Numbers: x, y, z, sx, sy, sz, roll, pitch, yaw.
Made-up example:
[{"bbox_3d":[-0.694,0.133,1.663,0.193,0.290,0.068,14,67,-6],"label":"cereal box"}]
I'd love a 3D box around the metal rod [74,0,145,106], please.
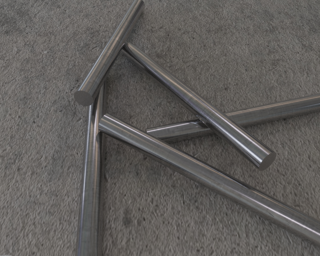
[{"bbox_3d":[-0.069,-0.139,0.498,0.025,0.025,0.300,8,44,7],"label":"metal rod"}]

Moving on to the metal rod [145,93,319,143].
[{"bbox_3d":[0.130,-0.017,0.417,0.302,0.025,0.025,-12,51,-10],"label":"metal rod"}]

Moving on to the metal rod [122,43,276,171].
[{"bbox_3d":[0.030,-0.047,0.417,0.025,0.025,0.300,-27,47,-21],"label":"metal rod"}]

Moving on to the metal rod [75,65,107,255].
[{"bbox_3d":[-0.081,0.022,0.383,0.025,0.025,0.300,-4,50,-3],"label":"metal rod"}]

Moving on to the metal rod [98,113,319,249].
[{"bbox_3d":[0.061,0.057,0.343,0.301,0.025,0.025,27,55,16],"label":"metal rod"}]
